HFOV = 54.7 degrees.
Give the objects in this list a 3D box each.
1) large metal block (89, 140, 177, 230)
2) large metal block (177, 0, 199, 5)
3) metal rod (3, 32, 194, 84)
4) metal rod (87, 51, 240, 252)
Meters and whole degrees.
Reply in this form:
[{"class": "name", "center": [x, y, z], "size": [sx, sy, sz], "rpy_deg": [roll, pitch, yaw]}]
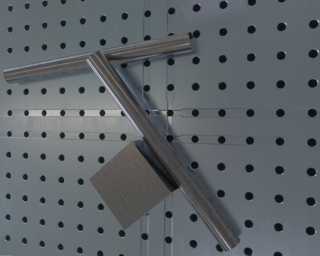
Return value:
[{"class": "large metal block", "center": [-0.031, 0.072, 0.410], "size": [0.080, 0.050, 0.080], "rpy_deg": [-42, 77, 15]}, {"class": "large metal block", "center": [0.052, -0.209, 0.381], "size": [0.080, 0.050, 0.080], "rpy_deg": [-6, 88, 20]}, {"class": "metal rod", "center": [-0.101, -0.097, 0.448], "size": [0.301, 0.025, 0.025], "rpy_deg": [-6, 88, 19]}, {"class": "metal rod", "center": [0.000, 0.024, 0.399], "size": [0.025, 0.025, 0.299], "rpy_deg": [-38, 83, 16]}]
